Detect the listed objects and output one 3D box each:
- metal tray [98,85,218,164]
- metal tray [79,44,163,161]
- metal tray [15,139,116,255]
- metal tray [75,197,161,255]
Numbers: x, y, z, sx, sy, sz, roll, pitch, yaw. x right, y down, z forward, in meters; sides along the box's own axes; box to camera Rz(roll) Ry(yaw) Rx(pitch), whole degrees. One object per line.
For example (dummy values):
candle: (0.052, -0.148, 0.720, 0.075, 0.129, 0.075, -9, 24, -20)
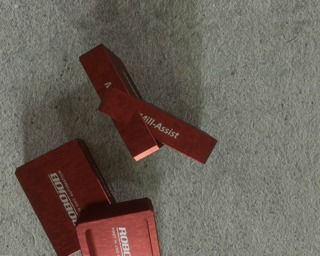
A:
metal tray: (-0.002, -0.007, 0.373, 0.131, 0.090, 0.030, 27, 95, -3)
metal tray: (-0.040, -0.029, 0.373, 0.030, 0.090, 0.130, -29, 88, 6)
metal tray: (-0.116, 0.090, 0.406, 0.090, 0.030, 0.130, -27, 90, 0)
metal tray: (-0.045, 0.157, 0.384, 0.091, 0.030, 0.129, -10, 107, -6)
